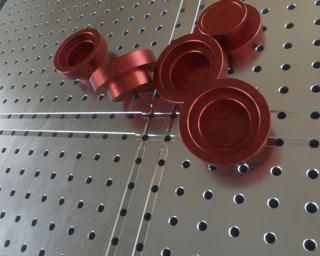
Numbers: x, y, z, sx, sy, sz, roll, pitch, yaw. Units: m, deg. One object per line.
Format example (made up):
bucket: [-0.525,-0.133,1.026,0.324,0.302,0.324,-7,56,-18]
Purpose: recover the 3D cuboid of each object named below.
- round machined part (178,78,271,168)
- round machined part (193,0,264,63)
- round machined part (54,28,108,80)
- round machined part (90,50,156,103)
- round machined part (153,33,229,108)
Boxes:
round machined part: [0.074,-0.003,0.350,0.098,0.042,0.098,-5,74,18]
round machined part: [0.092,-0.142,0.437,0.098,0.042,0.098,-13,56,21]
round machined part: [-0.133,-0.124,0.545,0.098,0.042,0.098,-13,56,21]
round machined part: [-0.046,-0.069,0.441,0.098,0.098,0.042,-25,89,12]
round machined part: [0.044,-0.072,0.411,0.098,0.042,0.098,-11,68,28]
